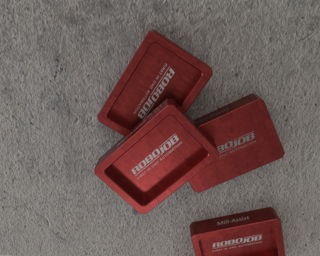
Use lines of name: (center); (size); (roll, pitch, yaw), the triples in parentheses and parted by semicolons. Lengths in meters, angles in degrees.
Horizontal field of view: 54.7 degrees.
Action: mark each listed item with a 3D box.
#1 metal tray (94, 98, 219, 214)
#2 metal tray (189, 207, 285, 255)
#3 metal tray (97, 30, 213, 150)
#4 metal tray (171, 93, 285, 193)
metal tray: (-0.005, 0.038, 0.388); (0.130, 0.030, 0.090); (-41, 105, 13)
metal tray: (0.119, 0.178, 0.473); (0.131, 0.030, 0.089); (-13, 110, 4)
metal tray: (-0.008, -0.044, 0.390); (0.090, 0.030, 0.129); (31, 107, -11)
metal tray: (0.087, 0.022, 0.416); (0.130, 0.030, 0.090); (-25, 108, 8)
